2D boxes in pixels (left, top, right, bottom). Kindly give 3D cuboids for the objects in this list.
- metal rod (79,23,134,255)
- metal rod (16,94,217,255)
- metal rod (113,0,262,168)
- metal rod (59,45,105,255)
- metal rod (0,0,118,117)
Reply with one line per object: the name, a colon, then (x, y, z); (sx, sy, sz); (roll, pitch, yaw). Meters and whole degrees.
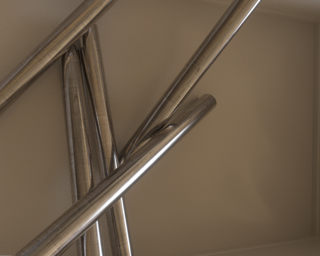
metal rod: (-0.065, 0.023, 0.371); (0.025, 0.025, 0.298); (-9, 87, -20)
metal rod: (-0.016, 0.033, 0.337); (0.302, 0.025, 0.025); (-40, 105, -43)
metal rod: (0.037, -0.063, 0.363); (0.025, 0.025, 0.299); (34, 103, -18)
metal rod: (-0.081, 0.043, 0.318); (0.025, 0.025, 0.299); (-4, 67, -20)
metal rod: (-0.142, -0.065, 0.340); (0.025, 0.025, 0.300); (45, 82, -15)
